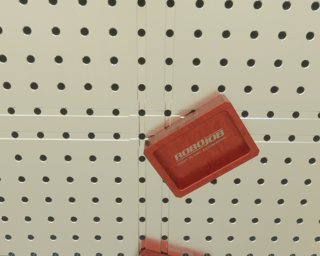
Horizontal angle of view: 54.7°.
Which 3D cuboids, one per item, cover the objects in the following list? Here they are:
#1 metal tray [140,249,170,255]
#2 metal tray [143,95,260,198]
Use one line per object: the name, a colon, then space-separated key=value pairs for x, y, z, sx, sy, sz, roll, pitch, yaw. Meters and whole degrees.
metal tray: x=0.018 y=0.257 z=0.505 sx=0.131 sy=0.030 sz=0.089 roll=18 pitch=109 yaw=-7
metal tray: x=0.055 y=0.027 z=0.421 sx=0.130 sy=0.030 sz=0.090 roll=-32 pitch=108 yaw=10
